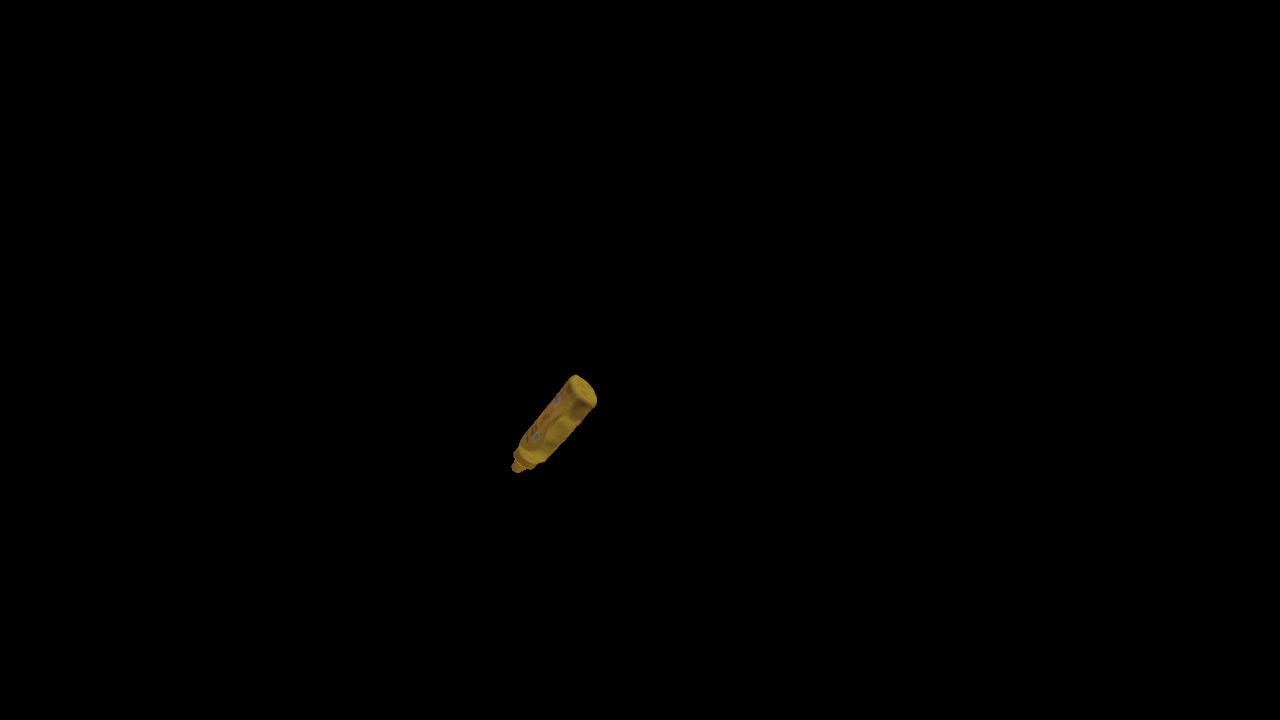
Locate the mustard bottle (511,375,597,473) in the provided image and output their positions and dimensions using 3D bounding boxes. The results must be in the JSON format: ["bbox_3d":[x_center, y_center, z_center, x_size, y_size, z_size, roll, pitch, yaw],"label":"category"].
[{"bbox_3d":[-0.146,0.112,0.986,0.054,0.184,0.092,35,13,-27],"label":"mustard bottle"}]
